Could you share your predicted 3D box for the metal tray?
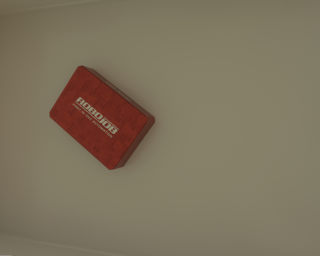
[{"bbox_3d":[-0.083,-0.015,0.436,0.130,0.030,0.090,39,102,15],"label":"metal tray"}]
